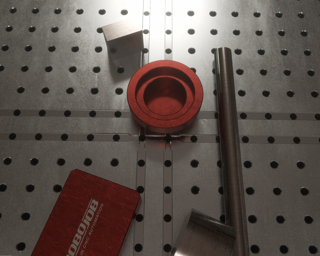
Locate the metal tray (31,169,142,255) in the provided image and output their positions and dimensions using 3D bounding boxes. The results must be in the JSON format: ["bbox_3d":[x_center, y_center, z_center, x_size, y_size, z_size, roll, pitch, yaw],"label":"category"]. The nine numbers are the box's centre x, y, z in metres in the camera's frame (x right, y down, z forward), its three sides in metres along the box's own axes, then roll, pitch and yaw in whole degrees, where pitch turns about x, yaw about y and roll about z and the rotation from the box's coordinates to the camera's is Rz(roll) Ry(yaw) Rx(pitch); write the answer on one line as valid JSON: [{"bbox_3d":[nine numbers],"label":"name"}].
[{"bbox_3d":[-0.086,0.124,0.363,0.090,0.030,0.130,19,71,6],"label":"metal tray"}]

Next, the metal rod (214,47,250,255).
[{"bbox_3d":[0.091,0.029,0.402,0.025,0.025,0.299,0,70,0],"label":"metal rod"}]

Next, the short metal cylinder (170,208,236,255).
[{"bbox_3d":[0.042,0.134,0.334,0.050,0.080,0.080,24,72,8],"label":"short metal cylinder"}]

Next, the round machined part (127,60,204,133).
[{"bbox_3d":[0.007,-0.039,0.417,0.099,0.042,0.098,0,71,0],"label":"round machined part"}]

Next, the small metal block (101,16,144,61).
[{"bbox_3d":[-0.052,-0.127,0.444,0.050,0.050,0.025,-21,72,-8],"label":"small metal block"}]
